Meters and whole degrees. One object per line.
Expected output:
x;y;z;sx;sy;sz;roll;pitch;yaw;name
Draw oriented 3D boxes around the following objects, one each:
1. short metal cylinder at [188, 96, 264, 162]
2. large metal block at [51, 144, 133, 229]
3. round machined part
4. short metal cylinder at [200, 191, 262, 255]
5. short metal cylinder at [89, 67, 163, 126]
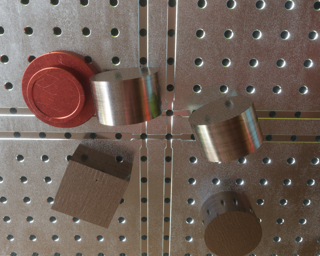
0.081;0.000;0.385;0.080;0.080;0.050;-19;109;7;short metal cylinder
-0.092;0.080;0.429;0.080;0.050;0.079;23;108;-8;large metal block
-0.124;-0.045;0.386;0.099;0.042;0.097;0;110;0;round machined part
0.102;0.140;0.453;0.081;0.050;0.079;0;110;0;short metal cylinder
-0.039;-0.040;0.369;0.080;0.080;0.050;-6;110;2;short metal cylinder
